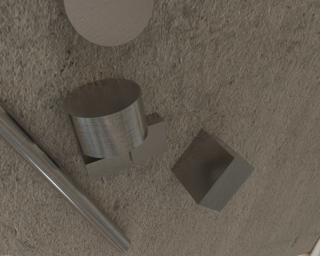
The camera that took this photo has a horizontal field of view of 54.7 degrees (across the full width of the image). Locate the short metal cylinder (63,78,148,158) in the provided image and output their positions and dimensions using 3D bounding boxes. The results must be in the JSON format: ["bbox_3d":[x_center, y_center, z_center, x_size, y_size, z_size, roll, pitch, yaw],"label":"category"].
[{"bbox_3d":[-0.056,-0.013,0.334,0.081,0.080,0.050,-21,127,-16],"label":"short metal cylinder"}]

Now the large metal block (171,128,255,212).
[{"bbox_3d":[0.074,0.060,0.451,0.050,0.080,0.080,27,103,-38],"label":"large metal block"}]

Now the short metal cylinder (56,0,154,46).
[{"bbox_3d":[-0.053,-0.122,0.287,0.081,0.050,0.079,-14,125,-21],"label":"short metal cylinder"}]

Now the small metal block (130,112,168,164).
[{"bbox_3d":[-0.020,0.013,0.406,0.050,0.025,0.050,-19,126,-18],"label":"small metal block"}]

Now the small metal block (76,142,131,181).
[{"bbox_3d":[-0.069,0.031,0.374,0.050,0.050,0.025,-18,126,-18],"label":"small metal block"}]

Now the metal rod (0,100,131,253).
[{"bbox_3d":[-0.112,0.083,0.398,0.025,0.025,0.299,-33,129,-7],"label":"metal rod"}]
